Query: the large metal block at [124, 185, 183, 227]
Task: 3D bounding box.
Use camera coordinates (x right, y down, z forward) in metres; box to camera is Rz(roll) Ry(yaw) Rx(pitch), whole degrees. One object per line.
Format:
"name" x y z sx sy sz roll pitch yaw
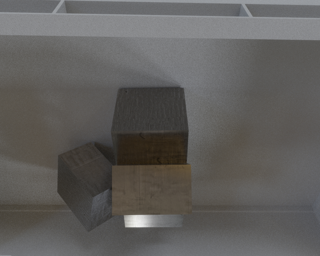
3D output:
"large metal block" -0.009 0.095 0.451 0.081 0.080 0.050 0 130 -1

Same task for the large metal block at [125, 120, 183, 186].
"large metal block" -0.010 0.034 0.422 0.081 0.050 0.079 -1 130 0

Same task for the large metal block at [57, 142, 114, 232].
"large metal block" -0.097 0.080 0.427 0.050 0.080 0.079 -25 144 -39

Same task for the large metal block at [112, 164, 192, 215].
"large metal block" -0.008 0.066 0.353 0.081 0.080 0.050 -1 85 0

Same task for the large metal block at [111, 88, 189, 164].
"large metal block" -0.010 -0.004 0.366 0.081 0.080 0.050 -1 130 0
